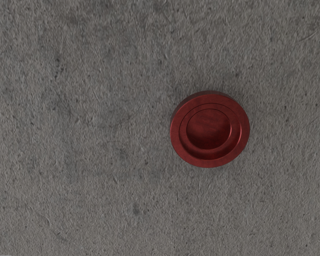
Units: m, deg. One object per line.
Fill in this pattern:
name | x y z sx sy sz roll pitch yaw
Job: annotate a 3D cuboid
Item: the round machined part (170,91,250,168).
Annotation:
round machined part | 0.062 -0.001 0.401 0.099 0.042 0.097 0 110 0
